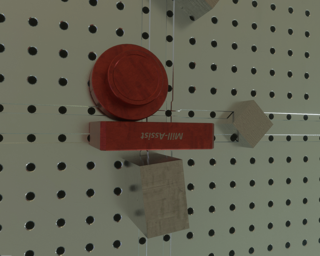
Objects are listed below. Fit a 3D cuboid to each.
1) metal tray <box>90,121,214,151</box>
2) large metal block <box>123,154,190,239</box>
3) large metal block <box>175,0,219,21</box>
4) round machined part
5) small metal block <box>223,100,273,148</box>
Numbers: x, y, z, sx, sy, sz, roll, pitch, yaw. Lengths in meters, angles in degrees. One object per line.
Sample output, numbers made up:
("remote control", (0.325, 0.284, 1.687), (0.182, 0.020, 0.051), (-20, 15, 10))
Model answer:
("metal tray", (-0.013, 0.008, 0.373), (0.131, 0.090, 0.030), (1, 90, -20))
("large metal block", (-0.008, 0.078, 0.381), (0.050, 0.080, 0.080), (-7, 93, -20))
("large metal block", (0.053, -0.209, 0.418), (0.080, 0.050, 0.080), (40, 77, -16))
("round machined part", (-0.035, -0.058, 0.385), (0.099, 0.042, 0.097), (2, 83, -20))
("small metal block", (0.131, -0.006, 0.461), (0.050, 0.025, 0.050), (-46, 105, -14))
